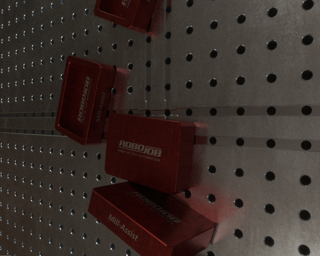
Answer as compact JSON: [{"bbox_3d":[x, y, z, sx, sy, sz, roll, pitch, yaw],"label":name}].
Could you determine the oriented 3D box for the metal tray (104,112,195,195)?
[{"bbox_3d":[-0.018,0.029,0.419,0.130,0.030,0.089,9,96,39],"label":"metal tray"}]

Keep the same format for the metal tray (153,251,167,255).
[{"bbox_3d":[0.033,0.218,0.377,0.130,0.030,0.089,13,99,38],"label":"metal tray"}]

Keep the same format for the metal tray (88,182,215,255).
[{"bbox_3d":[-0.012,0.108,0.375,0.130,0.091,0.030,24,106,37],"label":"metal tray"}]

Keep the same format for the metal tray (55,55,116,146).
[{"bbox_3d":[-0.125,-0.046,0.506,0.090,0.030,0.129,23,104,37],"label":"metal tray"}]

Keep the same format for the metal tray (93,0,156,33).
[{"bbox_3d":[-0.040,-0.211,0.436,0.090,0.030,0.129,31,109,35],"label":"metal tray"}]
